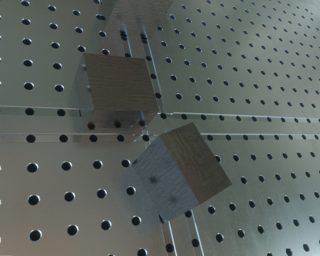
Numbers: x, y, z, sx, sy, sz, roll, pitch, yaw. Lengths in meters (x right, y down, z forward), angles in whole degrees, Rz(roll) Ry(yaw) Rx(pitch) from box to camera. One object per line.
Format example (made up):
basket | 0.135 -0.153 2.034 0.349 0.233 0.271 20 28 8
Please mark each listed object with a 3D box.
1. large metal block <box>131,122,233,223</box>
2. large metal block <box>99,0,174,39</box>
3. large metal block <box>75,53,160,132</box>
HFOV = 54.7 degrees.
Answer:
large metal block | 0.021 0.052 0.354 0.050 0.080 0.080 -21 73 -36
large metal block | -0.038 -0.187 0.468 0.081 0.080 0.050 0 62 -29
large metal block | -0.056 -0.043 0.389 0.081 0.050 0.080 -2 63 -29
